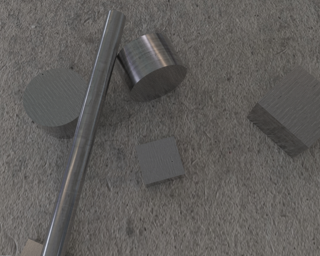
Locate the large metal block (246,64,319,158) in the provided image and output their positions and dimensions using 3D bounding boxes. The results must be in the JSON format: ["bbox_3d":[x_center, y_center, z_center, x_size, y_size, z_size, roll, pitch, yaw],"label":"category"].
[{"bbox_3d":[0.176,-0.021,0.404,0.080,0.050,0.080,-41,75,-14],"label":"large metal block"}]

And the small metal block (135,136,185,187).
[{"bbox_3d":[0.000,0.043,0.392,0.050,0.025,0.050,-14,71,-5],"label":"small metal block"}]

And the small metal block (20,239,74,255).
[{"bbox_3d":[-0.134,0.159,0.349,0.050,0.025,0.050,20,71,7],"label":"small metal block"}]

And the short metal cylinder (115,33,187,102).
[{"bbox_3d":[-0.012,-0.077,0.407,0.080,0.080,0.050,-24,72,-8],"label":"short metal cylinder"}]

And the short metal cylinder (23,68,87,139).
[{"bbox_3d":[-0.128,-0.031,0.405,0.081,0.050,0.080,0,70,0],"label":"short metal cylinder"}]

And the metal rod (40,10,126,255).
[{"bbox_3d":[-0.086,-0.001,0.363,0.025,0.025,0.299,11,77,4],"label":"metal rod"}]
